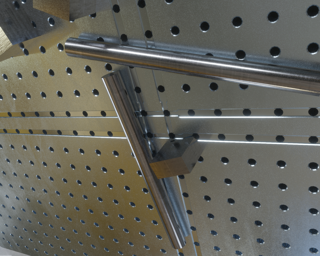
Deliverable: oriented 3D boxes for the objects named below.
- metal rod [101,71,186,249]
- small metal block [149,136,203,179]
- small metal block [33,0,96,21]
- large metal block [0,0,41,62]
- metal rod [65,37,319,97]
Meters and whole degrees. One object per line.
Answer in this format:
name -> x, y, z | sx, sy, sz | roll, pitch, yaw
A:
metal rod -> -0.016, 0.061, 0.457 | 0.025, 0.025, 0.298 | -6, 116, 31
small metal block -> 0.022, 0.039, 0.407 | 0.050, 0.050, 0.025 | -16, 110, 34
small metal block -> -0.110, -0.149, 0.361 | 0.050, 0.050, 0.025 | 24, 127, 13
large metal block -> -0.229, -0.141, 0.428 | 0.080, 0.050, 0.080 | -18, 109, 35
metal rod -> 0.020, -0.075, 0.354 | 0.301, 0.025, 0.025 | 13, 124, 21
